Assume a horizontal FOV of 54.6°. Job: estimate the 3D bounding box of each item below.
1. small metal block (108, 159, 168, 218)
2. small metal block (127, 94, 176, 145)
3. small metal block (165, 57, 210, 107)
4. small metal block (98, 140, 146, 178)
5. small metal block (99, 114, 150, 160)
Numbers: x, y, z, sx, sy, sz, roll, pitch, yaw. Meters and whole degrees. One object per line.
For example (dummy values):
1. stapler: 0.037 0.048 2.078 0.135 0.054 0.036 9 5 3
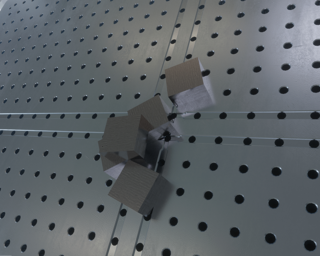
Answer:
1. small metal block: -0.027 0.073 0.379 0.050 0.025 0.050 19 72 35
2. small metal block: -0.012 -0.010 0.422 0.050 0.025 0.050 -27 52 11
3. small metal block: 0.037 -0.064 0.429 0.050 0.025 0.050 -18 55 18
4. small metal block: -0.052 0.032 0.417 0.050 0.025 0.050 -28 52 10
5. small metal block: -0.044 0.012 0.393 0.050 0.025 0.050 -5 59 25
